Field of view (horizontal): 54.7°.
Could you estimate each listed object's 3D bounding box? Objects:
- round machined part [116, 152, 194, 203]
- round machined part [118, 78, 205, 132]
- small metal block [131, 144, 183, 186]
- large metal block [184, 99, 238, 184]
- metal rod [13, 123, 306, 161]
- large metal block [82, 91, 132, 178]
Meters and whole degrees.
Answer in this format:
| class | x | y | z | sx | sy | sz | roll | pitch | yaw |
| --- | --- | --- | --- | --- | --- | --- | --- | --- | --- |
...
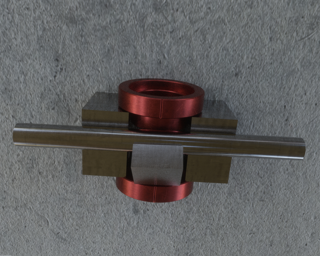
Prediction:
| class | x | y | z | sx | sy | sz | roll | pitch | yaw |
| --- | --- | --- | --- | --- | --- | --- | --- | --- | --- |
| round machined part | -0.005 | 0.051 | 0.391 | 0.099 | 0.098 | 0.042 | 4 | 105 | -2 |
| round machined part | 0.001 | -0.027 | 0.362 | 0.099 | 0.098 | 0.042 | 4 | 111 | -2 |
| small metal block | -0.002 | 0.040 | 0.326 | 0.050 | 0.025 | 0.050 | 2 | 151 | 1 |
| large metal block | 0.057 | 0.013 | 0.387 | 0.050 | 0.080 | 0.079 | 4 | 110 | -1 |
| metal rod | 0.001 | 0.015 | 0.331 | 0.302 | 0.025 | 0.025 | 3 | 110 | -2 |
| large metal block | -0.062 | 0.005 | 0.383 | 0.050 | 0.080 | 0.079 | 4 | 110 | -2 |
